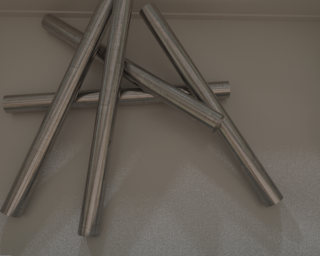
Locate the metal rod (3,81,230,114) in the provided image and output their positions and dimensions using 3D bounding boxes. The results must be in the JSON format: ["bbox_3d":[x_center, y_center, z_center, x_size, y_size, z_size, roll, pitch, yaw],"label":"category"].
[{"bbox_3d":[-0.056,-0.043,0.424,0.302,0.025,0.025,-4,70,-2],"label":"metal rod"}]

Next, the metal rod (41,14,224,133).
[{"bbox_3d":[-0.049,-0.082,0.418,0.300,0.025,0.025,33,73,19],"label":"metal rod"}]

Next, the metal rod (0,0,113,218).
[{"bbox_3d":[-0.123,-0.034,0.395,0.025,0.025,0.299,21,81,7],"label":"metal rod"}]

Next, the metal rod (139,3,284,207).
[{"bbox_3d":[0.061,-0.035,0.399,0.025,0.025,0.299,-31,82,-11],"label":"metal rod"}]

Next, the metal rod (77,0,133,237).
[{"bbox_3d":[-0.066,-0.021,0.384,0.025,0.025,0.298,7,82,2],"label":"metal rod"}]
